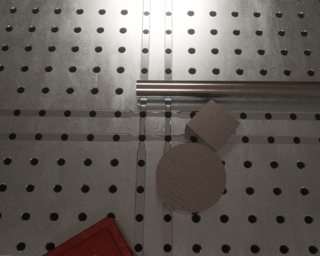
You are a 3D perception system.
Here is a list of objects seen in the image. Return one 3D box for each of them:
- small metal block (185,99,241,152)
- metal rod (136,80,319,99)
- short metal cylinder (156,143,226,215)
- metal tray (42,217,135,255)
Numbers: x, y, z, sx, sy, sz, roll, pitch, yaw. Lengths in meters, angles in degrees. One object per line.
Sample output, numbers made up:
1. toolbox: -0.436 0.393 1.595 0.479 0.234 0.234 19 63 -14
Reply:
1. small metal block: 0.069 -0.001 0.413 0.050 0.025 0.050 42 75 13
2. metal rod: 0.119 -0.053 0.432 0.302 0.025 0.025 0 70 -1
3. short metal cylinder: 0.035 0.063 0.376 0.081 0.050 0.080 0 70 0
4. metal tray: -0.062 0.178 0.343 0.090 0.030 0.130 -30 73 -11
